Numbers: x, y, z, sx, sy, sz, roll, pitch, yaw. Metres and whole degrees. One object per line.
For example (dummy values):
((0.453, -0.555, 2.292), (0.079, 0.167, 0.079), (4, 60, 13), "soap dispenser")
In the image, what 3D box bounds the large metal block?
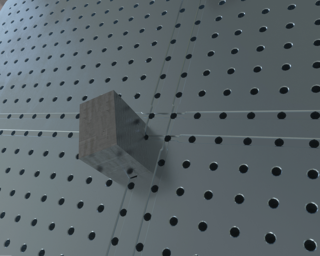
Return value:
((-0.058, 0.013, 0.397), (0.050, 0.080, 0.080), (-21, 54, 16), "large metal block")
